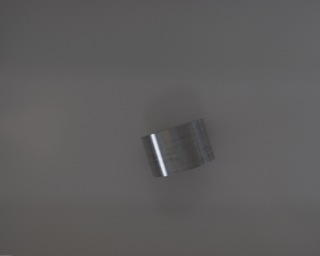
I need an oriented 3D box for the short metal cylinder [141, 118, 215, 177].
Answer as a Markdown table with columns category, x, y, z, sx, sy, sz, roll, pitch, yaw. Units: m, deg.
| category | x | y | z | sx | sy | sz | roll | pitch | yaw |
| --- | --- | --- | --- | --- | --- | --- | --- | --- | --- |
| short metal cylinder | 0.022 | 0.024 | 0.384 | 0.080 | 0.080 | 0.050 | -17 | 90 | 0 |
